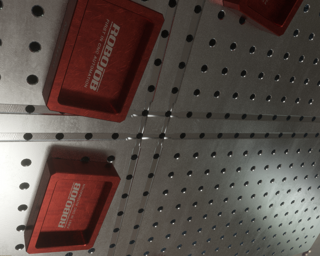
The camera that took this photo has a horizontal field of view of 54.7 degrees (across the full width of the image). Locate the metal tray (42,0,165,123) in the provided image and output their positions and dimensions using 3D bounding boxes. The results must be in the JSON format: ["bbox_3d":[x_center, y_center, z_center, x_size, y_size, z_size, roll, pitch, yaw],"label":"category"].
[{"bbox_3d":[-0.061,-0.074,0.329,0.091,0.030,0.129,11,113,-33],"label":"metal tray"}]

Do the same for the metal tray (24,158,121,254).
[{"bbox_3d":[-0.117,0.105,0.410,0.091,0.030,0.129,10,113,-33],"label":"metal tray"}]

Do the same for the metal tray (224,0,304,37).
[{"bbox_3d":[0.145,-0.189,0.372,0.091,0.030,0.129,15,111,-35],"label":"metal tray"}]
